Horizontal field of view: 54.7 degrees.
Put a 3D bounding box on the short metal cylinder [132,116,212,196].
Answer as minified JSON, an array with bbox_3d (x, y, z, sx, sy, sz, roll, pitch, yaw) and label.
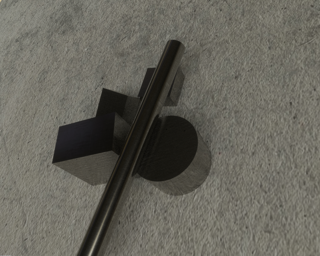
[{"bbox_3d":[0.014,0.032,0.360,0.080,0.050,0.080,-13,56,21],"label":"short metal cylinder"}]

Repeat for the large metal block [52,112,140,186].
[{"bbox_3d":[-0.071,0.030,0.386,0.080,0.080,0.050,-13,57,20],"label":"large metal block"}]

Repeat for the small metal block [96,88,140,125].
[{"bbox_3d":[-0.061,-0.025,0.438,0.050,0.025,0.050,20,98,35],"label":"small metal block"}]

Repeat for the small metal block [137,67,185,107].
[{"bbox_3d":[0.003,-0.058,0.437,0.050,0.025,0.050,3,63,29],"label":"small metal block"}]

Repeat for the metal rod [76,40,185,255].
[{"bbox_3d":[-0.030,0.028,0.337,0.025,0.025,0.300,8,65,31],"label":"metal rod"}]
